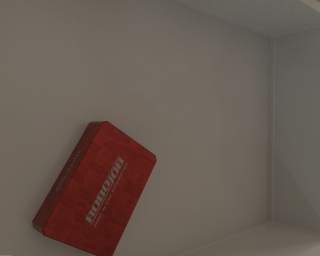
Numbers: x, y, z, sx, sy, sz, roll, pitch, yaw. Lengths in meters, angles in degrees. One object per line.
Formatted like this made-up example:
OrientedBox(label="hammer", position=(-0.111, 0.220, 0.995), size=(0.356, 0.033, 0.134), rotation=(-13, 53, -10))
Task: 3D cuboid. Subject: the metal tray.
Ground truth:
OrientedBox(label="metal tray", position=(-0.067, 0.068, 0.349), size=(0.090, 0.030, 0.130), rotation=(39, 66, -33))
